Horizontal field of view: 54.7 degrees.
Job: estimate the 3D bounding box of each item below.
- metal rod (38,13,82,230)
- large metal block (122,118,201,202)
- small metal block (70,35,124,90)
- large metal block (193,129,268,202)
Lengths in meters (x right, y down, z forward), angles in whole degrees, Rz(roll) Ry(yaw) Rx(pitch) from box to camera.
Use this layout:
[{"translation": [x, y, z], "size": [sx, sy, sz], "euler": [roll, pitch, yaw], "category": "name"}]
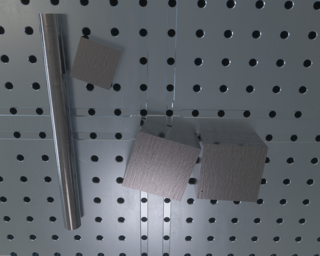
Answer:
[{"translation": [-0.130, 0.006, 0.414], "size": [0.025, 0.025, 0.298], "euler": [0, 110, 0], "category": "metal rod"}, {"translation": [0.001, 0.042, 0.415], "size": [0.080, 0.050, 0.079], "euler": [16, 109, -6], "category": "large metal block"}, {"translation": [-0.077, -0.081, 0.383], "size": [0.050, 0.025, 0.050], "euler": [19, 109, -7], "category": "small metal block"}, {"translation": [0.091, 0.050, 0.419], "size": [0.081, 0.050, 0.079], "euler": [4, 110, -2], "category": "large metal block"}]
